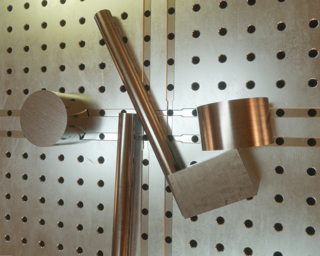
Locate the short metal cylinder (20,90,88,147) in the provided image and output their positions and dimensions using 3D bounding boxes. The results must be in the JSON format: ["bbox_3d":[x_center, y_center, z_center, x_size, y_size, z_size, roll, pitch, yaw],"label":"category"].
[{"bbox_3d":[-0.154,-0.013,0.454,0.080,0.050,0.079,0,90,20],"label":"short metal cylinder"}]

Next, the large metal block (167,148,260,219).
[{"bbox_3d":[0.066,0.059,0.360,0.080,0.080,0.050,-24,82,18],"label":"large metal block"}]

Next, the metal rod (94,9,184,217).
[{"bbox_3d":[-0.021,-0.026,0.419,0.025,0.025,0.299,-27,81,18],"label":"metal rod"}]

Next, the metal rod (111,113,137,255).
[{"bbox_3d":[-0.052,0.128,0.430,0.025,0.025,0.298,4,91,20],"label":"metal rod"}]

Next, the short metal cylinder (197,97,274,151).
[{"bbox_3d":[0.085,-0.004,0.353,0.080,0.080,0.050,-7,88,20],"label":"short metal cylinder"}]
